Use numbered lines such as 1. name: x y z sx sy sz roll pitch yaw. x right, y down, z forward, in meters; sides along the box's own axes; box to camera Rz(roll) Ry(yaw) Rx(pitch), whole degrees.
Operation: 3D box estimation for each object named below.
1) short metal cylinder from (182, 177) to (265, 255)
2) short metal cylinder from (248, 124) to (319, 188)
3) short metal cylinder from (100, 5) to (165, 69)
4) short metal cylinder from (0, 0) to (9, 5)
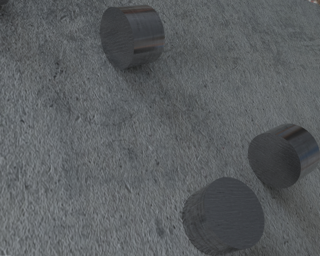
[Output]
1. short metal cylinder: 0.073 0.104 0.364 0.081 0.050 0.080 14 56 -21
2. short metal cylinder: 0.173 0.039 0.438 0.050 0.080 0.080 -19 72 -35
3. short metal cylinder: -0.039 -0.125 0.424 0.050 0.080 0.080 -21 73 -36
4. short metal cylinder: -0.220 -0.185 0.363 0.050 0.080 0.080 -25 76 -37
